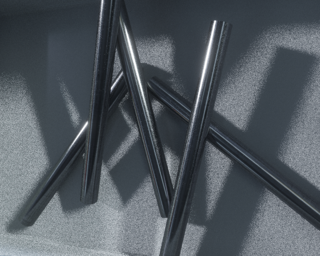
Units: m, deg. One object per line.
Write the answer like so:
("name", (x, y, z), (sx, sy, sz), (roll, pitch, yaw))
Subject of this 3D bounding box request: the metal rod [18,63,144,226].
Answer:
("metal rod", (-0.120, 0.028, 0.452), (0.025, 0.025, 0.299), (41, 103, 15))

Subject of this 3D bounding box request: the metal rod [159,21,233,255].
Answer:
("metal rod", (0.040, 0.027, 0.370), (0.025, 0.025, 0.298), (15, 98, 19))

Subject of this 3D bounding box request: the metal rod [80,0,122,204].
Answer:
("metal rod", (-0.078, -0.036, 0.401), (0.025, 0.025, 0.298), (17, 109, 19))

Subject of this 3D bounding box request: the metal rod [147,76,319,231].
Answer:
("metal rod", (0.099, 0.033, 0.375), (0.300, 0.025, 0.025), (40, 103, 15))

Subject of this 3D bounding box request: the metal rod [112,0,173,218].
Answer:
("metal rod", (-0.024, -0.031, 0.399), (0.025, 0.025, 0.298), (-14, 93, 19))
